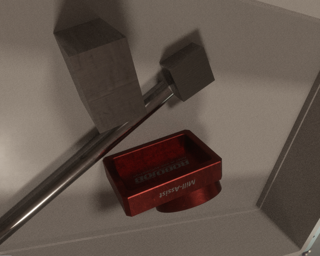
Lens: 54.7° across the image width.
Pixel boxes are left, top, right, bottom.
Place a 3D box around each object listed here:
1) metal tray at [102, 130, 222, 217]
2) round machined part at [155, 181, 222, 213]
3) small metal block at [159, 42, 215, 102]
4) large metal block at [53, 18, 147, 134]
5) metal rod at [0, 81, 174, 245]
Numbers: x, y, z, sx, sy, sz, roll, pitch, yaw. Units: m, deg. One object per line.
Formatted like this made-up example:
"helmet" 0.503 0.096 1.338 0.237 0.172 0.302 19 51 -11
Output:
"metal tray" 0.002 0.052 0.400 0.131 0.090 0.030 -18 123 -18
"round machined part" 0.034 0.080 0.444 0.099 0.098 0.042 -19 92 -17
"small metal block" 0.035 -0.069 0.385 0.050 0.025 0.050 -36 129 -8
"large metal block" -0.060 -0.054 0.308 0.050 0.080 0.080 -24 128 -14
"metal rod" -0.104 0.048 0.382 0.300 0.025 0.025 -41 130 -1
